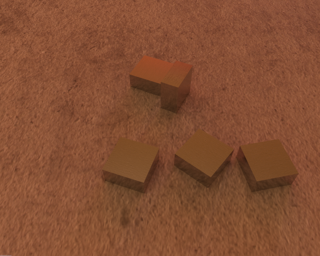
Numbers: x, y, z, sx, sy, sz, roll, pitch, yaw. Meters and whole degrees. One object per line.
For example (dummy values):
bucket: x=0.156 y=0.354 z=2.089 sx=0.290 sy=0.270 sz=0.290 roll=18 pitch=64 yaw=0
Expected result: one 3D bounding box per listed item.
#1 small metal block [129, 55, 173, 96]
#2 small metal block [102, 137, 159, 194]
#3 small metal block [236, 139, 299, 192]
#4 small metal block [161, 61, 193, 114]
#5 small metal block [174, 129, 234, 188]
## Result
small metal block: x=-0.012 y=-0.080 z=0.470 sx=0.050 sy=0.025 sz=0.050 roll=19 pitch=52 yaw=15
small metal block: x=-0.033 y=0.043 z=0.367 sx=0.050 sy=0.025 sz=0.050 roll=16 pitch=52 yaw=12
small metal block: x=0.126 y=0.044 z=0.368 sx=0.050 sy=0.025 sz=0.050 roll=-9 pitch=51 yaw=-8
small metal block: x=0.023 y=-0.058 z=0.436 sx=0.025 sy=0.050 sz=0.050 roll=20 pitch=53 yaw=16
small metal block: x=0.053 y=0.035 z=0.374 sx=0.050 sy=0.025 sz=0.050 roll=32 pitch=57 yaw=24
